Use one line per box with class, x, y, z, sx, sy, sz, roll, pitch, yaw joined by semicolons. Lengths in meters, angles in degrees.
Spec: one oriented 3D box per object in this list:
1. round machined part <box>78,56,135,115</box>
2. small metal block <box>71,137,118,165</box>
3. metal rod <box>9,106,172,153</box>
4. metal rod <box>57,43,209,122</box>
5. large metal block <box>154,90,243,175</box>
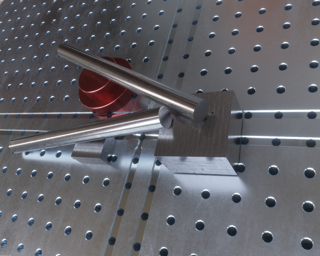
round machined part;-0.087;-0.073;0.485;0.098;0.042;0.098;-13;56;20
small metal block;-0.092;0.024;0.440;0.050;0.025;0.050;0;62;27
metal rod;-0.116;0.009;0.426;0.300;0.025;0.025;-10;57;35
metal rod;-0.058;-0.073;0.420;0.300;0.025;0.025;29;77;40
large metal block;0.047;0.006;0.359;0.080;0.050;0.080;-2;61;27
